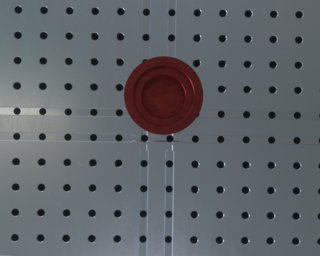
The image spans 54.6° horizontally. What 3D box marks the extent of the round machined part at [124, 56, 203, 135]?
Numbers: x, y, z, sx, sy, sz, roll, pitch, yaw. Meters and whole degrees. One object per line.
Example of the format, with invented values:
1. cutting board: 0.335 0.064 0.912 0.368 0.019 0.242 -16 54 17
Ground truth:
1. round machined part: 0.005 -0.041 0.405 0.099 0.042 0.097 0 90 0
